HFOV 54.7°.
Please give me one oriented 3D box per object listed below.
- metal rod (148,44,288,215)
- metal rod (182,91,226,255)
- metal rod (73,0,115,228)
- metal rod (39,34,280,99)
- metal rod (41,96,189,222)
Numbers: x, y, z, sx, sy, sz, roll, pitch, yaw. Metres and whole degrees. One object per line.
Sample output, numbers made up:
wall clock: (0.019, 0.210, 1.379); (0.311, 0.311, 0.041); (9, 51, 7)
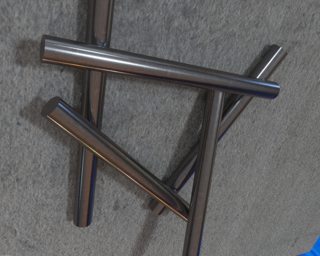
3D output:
metal rod: (0.080, 0.008, 0.457); (0.025, 0.025, 0.299); (29, 102, -38)
metal rod: (0.059, 0.094, 0.447); (0.025, 0.025, 0.298); (1, 102, -30)
metal rod: (-0.081, -0.002, 0.362); (0.025, 0.025, 0.298); (-4, 120, -27)
metal rod: (0.026, -0.061, 0.350); (0.302, 0.025, 0.025); (4, 117, -31)
metal rod: (-0.026, 0.061, 0.398); (0.025, 0.025, 0.300); (-43, 130, 1)
